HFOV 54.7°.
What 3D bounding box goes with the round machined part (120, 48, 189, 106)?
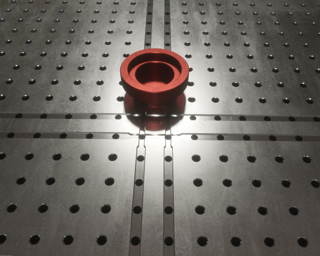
[{"bbox_3d":[-0.008,-0.071,0.456,0.099,0.042,0.098,0,50,0],"label":"round machined part"}]
